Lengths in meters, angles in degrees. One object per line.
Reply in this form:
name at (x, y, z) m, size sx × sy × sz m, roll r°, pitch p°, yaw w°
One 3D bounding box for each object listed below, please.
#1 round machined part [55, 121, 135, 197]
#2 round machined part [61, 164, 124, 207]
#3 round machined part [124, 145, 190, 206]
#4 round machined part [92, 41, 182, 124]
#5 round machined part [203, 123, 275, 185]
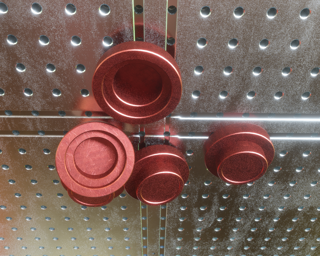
round machined part at (-0.085, 0.039, 0.412) m, size 0.099 × 0.042 × 0.097 m, roll -1°, pitch 95°, yaw -14°
round machined part at (-0.101, 0.083, 0.470) m, size 0.099 × 0.042 × 0.097 m, roll 0°, pitch 130°, yaw 0°
round machined part at (-0.004, 0.075, 0.451) m, size 0.099 × 0.042 × 0.097 m, roll -8°, pitch 128°, yaw -11°
round machined part at (-0.025, -0.054, 0.354) m, size 0.099 × 0.042 × 0.097 m, roll -1°, pitch 130°, yaw 0°
round machined part at (0.113, 0.043, 0.439) m, size 0.099 × 0.042 × 0.097 m, roll -1°, pitch 130°, yaw 0°
